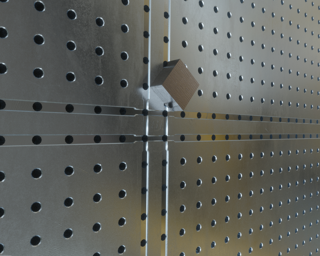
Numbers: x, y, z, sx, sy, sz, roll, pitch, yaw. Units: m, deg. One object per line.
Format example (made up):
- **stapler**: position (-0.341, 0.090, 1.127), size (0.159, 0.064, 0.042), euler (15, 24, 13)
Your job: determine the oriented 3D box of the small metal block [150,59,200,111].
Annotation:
- **small metal block**: position (0.021, -0.059, 0.429), size (0.050, 0.025, 0.050), euler (48, 62, -30)
